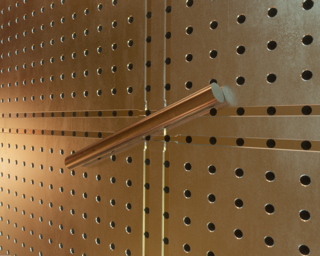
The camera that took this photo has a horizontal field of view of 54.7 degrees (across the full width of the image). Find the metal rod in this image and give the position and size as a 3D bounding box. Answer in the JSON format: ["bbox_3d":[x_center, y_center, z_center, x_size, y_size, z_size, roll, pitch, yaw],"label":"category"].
[{"bbox_3d":[-0.043,0.010,0.442,0.299,0.025,0.025,-25,75,37],"label":"metal rod"}]
